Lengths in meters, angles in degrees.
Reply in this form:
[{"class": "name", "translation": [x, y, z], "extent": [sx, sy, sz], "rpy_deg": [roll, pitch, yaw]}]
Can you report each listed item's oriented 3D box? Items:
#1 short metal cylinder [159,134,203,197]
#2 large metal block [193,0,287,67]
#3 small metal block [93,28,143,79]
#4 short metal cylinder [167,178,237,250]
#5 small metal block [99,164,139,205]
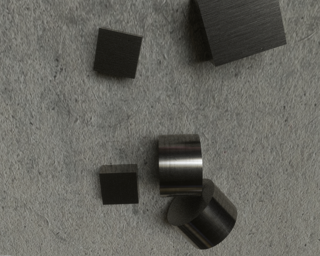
[{"class": "short metal cylinder", "translation": [0.025, 0.048, 0.398], "extent": [0.050, 0.080, 0.079], "rpy_deg": [-2, 110, 0]}, {"class": "large metal block", "translation": [0.087, -0.124, 0.352], "extent": [0.080, 0.050, 0.080], "rpy_deg": [-17, 109, 6]}, {"class": "small metal block", "translation": [-0.050, -0.091, 0.376], "extent": [0.050, 0.025, 0.050], "rpy_deg": [11, 110, -5]}, {"class": "short metal cylinder", "translation": [0.057, 0.116, 0.424], "extent": [0.080, 0.080, 0.050], "rpy_deg": [-39, 106, 13]}, {"class": "small metal block", "translation": [-0.056, 0.080, 0.439], "extent": [0.050, 0.025, 0.050], "rpy_deg": [-2, 110, 0]}]
